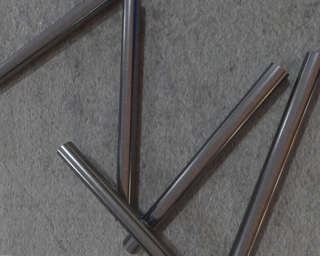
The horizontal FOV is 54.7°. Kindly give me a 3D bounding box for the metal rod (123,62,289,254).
[{"bbox_3d":[0.050,0.047,0.390,0.025,0.025,0.299,41,102,15],"label":"metal rod"}]

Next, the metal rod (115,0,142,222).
[{"bbox_3d":[-0.043,-0.023,0.423,0.025,0.025,0.298,2,91,19],"label":"metal rod"}]

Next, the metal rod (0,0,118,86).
[{"bbox_3d":[-0.154,-0.141,0.461,0.300,0.025,0.025,-29,81,17],"label":"metal rod"}]

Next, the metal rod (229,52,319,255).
[{"bbox_3d":[0.129,0.059,0.363,0.025,0.025,0.298,21,97,18],"label":"metal rod"}]

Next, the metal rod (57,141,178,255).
[{"bbox_3d":[-0.026,0.128,0.389,0.300,0.025,0.025,44,103,14],"label":"metal rod"}]
